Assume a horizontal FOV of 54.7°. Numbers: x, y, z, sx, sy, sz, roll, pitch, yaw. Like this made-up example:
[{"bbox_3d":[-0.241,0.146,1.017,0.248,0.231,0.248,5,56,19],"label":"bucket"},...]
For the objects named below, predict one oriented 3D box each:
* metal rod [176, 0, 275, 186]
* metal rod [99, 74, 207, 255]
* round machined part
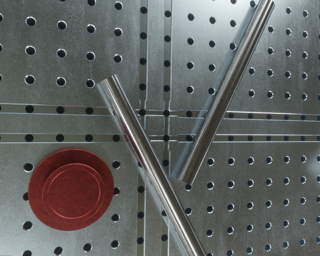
[{"bbox_3d":[0.098,-0.058,0.450,0.025,0.025,0.299,29,80,-18],"label":"metal rod"},{"bbox_3d":[0.000,0.070,0.413,0.025,0.025,0.299,-29,100,-18],"label":"metal rod"},{"bbox_3d":[-0.103,0.073,0.366,0.099,0.042,0.097,0,90,-21],"label":"round machined part"}]
